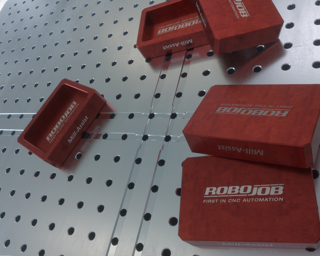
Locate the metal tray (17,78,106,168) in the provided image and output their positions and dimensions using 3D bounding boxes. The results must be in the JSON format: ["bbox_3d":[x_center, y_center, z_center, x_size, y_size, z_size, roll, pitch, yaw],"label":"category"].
[{"bbox_3d":[-0.158,-0.012,0.496,0.090,0.030,0.130,23,74,36],"label":"metal tray"}]

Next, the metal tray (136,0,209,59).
[{"bbox_3d":[0.030,-0.165,0.491,0.130,0.030,0.090,-9,58,23],"label":"metal tray"}]

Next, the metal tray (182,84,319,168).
[{"bbox_3d":[0.101,-0.008,0.333,0.130,0.030,0.090,5,46,36],"label":"metal tray"}]

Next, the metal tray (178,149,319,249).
[{"bbox_3d":[0.087,0.072,0.316,0.130,0.030,0.090,-8,58,24],"label":"metal tray"}]

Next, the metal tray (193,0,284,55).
[{"bbox_3d":[0.100,-0.168,0.429,0.090,0.030,0.130,-14,62,-1],"label":"metal tray"}]
